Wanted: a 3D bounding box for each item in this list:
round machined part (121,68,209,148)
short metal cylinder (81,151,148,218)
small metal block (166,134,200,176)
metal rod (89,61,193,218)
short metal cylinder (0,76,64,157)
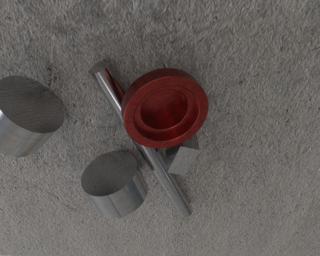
[{"bbox_3d":[0.003,-0.026,0.364,0.099,0.042,0.097,-9,128,-11],"label":"round machined part"},{"bbox_3d":[-0.063,0.078,0.437,0.080,0.080,0.050,-12,129,10],"label":"short metal cylinder"},{"bbox_3d":[0.028,0.026,0.413,0.025,0.050,0.050,13,129,-14],"label":"small metal block"},{"bbox_3d":[-0.012,0.037,0.438,0.025,0.025,0.299,-17,128,14],"label":"metal rod"},{"bbox_3d":[-0.160,-0.013,0.358,0.080,0.080,0.050,35,122,-26],"label":"short metal cylinder"}]
